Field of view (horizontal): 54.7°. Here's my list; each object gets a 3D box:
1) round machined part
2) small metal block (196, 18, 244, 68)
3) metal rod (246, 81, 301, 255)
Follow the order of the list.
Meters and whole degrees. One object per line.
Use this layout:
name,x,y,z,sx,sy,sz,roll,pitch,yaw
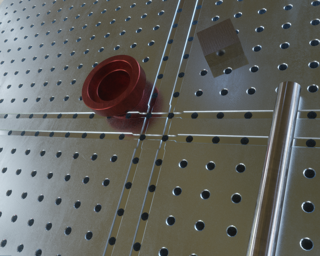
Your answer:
round machined part,-0.064,-0.059,0.465,0.098,0.042,0.098,-13,56,20
small metal block,0.084,-0.120,0.437,0.050,0.025,0.050,-21,54,15
metal rod,0.104,0.084,0.301,0.025,0.025,0.300,5,64,30
